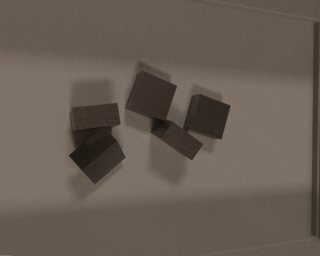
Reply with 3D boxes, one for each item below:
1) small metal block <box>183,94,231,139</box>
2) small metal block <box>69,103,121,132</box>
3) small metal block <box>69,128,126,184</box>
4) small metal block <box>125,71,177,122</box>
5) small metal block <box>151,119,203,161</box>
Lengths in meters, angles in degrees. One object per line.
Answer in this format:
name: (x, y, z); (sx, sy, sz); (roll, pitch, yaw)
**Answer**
small metal block: (0.066, -0.015, 0.436); (0.050, 0.025, 0.050); (18, 84, -20)
small metal block: (-0.078, -0.011, 0.368); (0.050, 0.050, 0.025); (-8, 89, -20)
small metal block: (-0.073, 0.034, 0.369); (0.050, 0.050, 0.025); (-41, 65, -15)
small metal block: (-0.012, -0.041, 0.407); (0.050, 0.025, 0.050); (21, 83, -19)
small metal block: (0.021, 0.014, 0.405); (0.050, 0.050, 0.025); (36, 86, -17)
